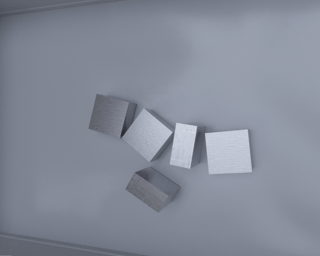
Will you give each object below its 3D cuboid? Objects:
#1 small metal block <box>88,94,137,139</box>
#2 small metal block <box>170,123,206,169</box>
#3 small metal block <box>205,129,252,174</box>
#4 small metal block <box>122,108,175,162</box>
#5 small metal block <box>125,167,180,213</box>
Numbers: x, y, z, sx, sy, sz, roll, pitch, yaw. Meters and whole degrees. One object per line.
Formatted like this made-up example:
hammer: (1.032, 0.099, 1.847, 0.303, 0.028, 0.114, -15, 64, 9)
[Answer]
small metal block: (-0.066, -0.016, 0.430, 0.050, 0.025, 0.050, 16, 95, 19)
small metal block: (0.035, 0.020, 0.382, 0.025, 0.050, 0.050, 10, 93, 19)
small metal block: (0.085, 0.029, 0.378, 0.050, 0.025, 0.050, -6, 88, 19)
small metal block: (-0.013, 0.009, 0.411, 0.050, 0.025, 0.050, 40, 102, 15)
small metal block: (-0.008, 0.077, 0.397, 0.050, 0.050, 0.025, 32, 101, 16)
